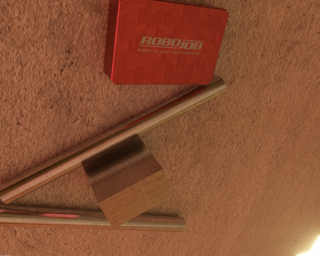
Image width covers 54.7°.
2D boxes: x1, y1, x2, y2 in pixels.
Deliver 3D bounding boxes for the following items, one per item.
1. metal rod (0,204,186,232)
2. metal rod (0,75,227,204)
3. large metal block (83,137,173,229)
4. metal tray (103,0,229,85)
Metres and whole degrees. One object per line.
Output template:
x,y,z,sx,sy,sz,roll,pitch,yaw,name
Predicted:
-0.083,0.133,0.444,0.302,0.025,0.025,15,110,-35,metal rod
-0.049,0.009,0.386,0.302,0.025,0.025,-27,128,-12,metal rod
-0.043,0.064,0.389,0.080,0.080,0.050,-27,128,-12,large metal block
0.007,-0.096,0.349,0.131,0.030,0.089,-4,120,-27,metal tray
